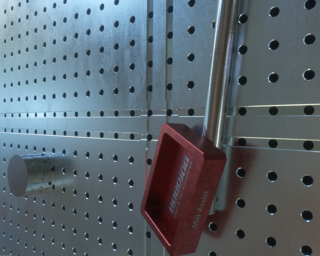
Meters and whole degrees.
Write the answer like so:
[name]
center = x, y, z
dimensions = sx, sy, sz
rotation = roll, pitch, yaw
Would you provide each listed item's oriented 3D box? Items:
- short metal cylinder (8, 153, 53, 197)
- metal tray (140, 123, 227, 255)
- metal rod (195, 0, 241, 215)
[short metal cylinder]
center = -0.253, 0.090, 0.602
dimensions = 0.080, 0.050, 0.080
rotation = 0, 90, 40
[metal tray]
center = 0.021, 0.069, 0.363
dimensions = 0.090, 0.030, 0.129
rotation = 40, 121, 53
[metal rod]
center = 0.068, -0.050, 0.353
dimensions = 0.025, 0.025, 0.298
rotation = 10, 96, 39
